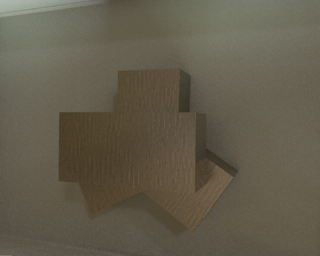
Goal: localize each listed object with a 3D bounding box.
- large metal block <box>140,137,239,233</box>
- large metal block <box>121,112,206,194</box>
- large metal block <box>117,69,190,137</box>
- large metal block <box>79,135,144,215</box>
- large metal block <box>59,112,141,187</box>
[{"bbox_3d":[0.037,0.064,0.381,0.080,0.050,0.080,36,101,17],"label":"large metal block"},{"bbox_3d":[0.005,0.024,0.339,0.080,0.050,0.080,1,90,20],"label":"large metal block"},{"bbox_3d":[-0.007,-0.031,0.398,0.080,0.050,0.080,2,91,20],"label":"large metal block"},{"bbox_3d":[-0.063,0.059,0.418,0.080,0.050,0.080,-27,81,18],"label":"large metal block"},{"bbox_3d":[-0.070,0.022,0.367,0.080,0.050,0.080,1,90,20],"label":"large metal block"}]
